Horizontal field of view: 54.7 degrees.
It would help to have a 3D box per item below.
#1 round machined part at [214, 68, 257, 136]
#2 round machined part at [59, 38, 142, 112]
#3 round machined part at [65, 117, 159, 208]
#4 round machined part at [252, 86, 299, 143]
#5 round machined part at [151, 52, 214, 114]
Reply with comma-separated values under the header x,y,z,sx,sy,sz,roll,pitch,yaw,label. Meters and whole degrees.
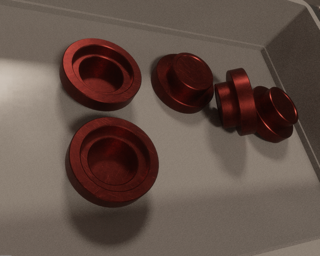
x,y,z,sx,sy,sz,roll,pitch,yaw,label
0.107,-0.035,0.453,0.042,0.098,0.098,-12,62,6,round machined part
-0.077,-0.062,0.393,0.099,0.042,0.098,14,56,-21,round machined part
-0.055,0.040,0.342,0.099,0.042,0.098,14,56,-21,round machined part
0.186,-0.028,0.504,0.099,0.042,0.098,21,51,-28,round machined part
0.040,-0.074,0.463,0.099,0.042,0.098,14,56,-21,round machined part
